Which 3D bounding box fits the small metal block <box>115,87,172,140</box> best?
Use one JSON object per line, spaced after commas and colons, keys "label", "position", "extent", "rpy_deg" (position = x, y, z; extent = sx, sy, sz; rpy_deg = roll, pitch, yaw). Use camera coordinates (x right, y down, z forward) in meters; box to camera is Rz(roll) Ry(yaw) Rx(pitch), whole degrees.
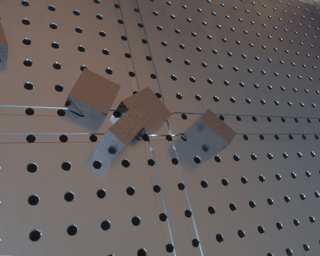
{"label": "small metal block", "position": [-0.021, -0.020, 0.411], "extent": [0.050, 0.025, 0.050], "rpy_deg": [-34, 81, -38]}

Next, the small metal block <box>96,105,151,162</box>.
{"label": "small metal block", "position": [-0.044, 0.007, 0.366], "extent": [0.025, 0.050, 0.050], "rpy_deg": [43, 51, 0]}

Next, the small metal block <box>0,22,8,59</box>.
{"label": "small metal block", "position": [-0.211, -0.107, 0.360], "extent": [0.050, 0.025, 0.050], "rpy_deg": [-14, 69, -34]}

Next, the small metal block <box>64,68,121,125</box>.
{"label": "small metal block", "position": [-0.084, -0.040, 0.388], "extent": [0.050, 0.025, 0.050], "rpy_deg": [26, 52, -12]}

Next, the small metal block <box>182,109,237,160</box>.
{"label": "small metal block", "position": [0.066, 0.009, 0.424], "extent": [0.050, 0.050, 0.025], "rpy_deg": [42, 51, 0]}
